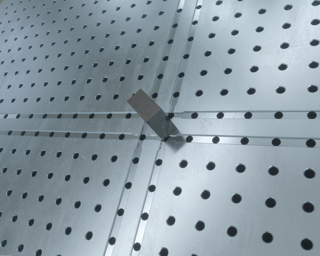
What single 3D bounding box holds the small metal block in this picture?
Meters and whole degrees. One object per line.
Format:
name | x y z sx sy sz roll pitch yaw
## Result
small metal block | -0.010 -0.017 0.407 0.025 0.050 0.050 -43 51 -1
